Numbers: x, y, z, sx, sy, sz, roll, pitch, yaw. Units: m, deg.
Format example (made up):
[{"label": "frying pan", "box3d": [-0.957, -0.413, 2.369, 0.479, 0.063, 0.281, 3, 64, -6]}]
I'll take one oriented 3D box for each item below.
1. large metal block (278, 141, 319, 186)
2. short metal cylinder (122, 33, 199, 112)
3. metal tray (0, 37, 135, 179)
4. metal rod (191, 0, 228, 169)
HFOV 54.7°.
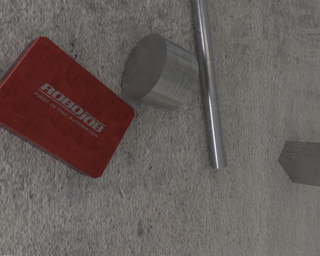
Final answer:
[{"label": "large metal block", "box3d": [0.297, 0.072, 0.617, 0.080, 0.080, 0.050, 48, 62, -30]}, {"label": "short metal cylinder", "box3d": [-0.001, -0.064, 0.368, 0.050, 0.080, 0.080, 18, 79, -39]}, {"label": "metal tray", "box3d": [-0.097, -0.017, 0.320, 0.130, 0.030, 0.090, 40, 66, -33]}, {"label": "metal rod", "box3d": [0.072, -0.087, 0.464, 0.025, 0.025, 0.298, -13, 99, -39]}]
